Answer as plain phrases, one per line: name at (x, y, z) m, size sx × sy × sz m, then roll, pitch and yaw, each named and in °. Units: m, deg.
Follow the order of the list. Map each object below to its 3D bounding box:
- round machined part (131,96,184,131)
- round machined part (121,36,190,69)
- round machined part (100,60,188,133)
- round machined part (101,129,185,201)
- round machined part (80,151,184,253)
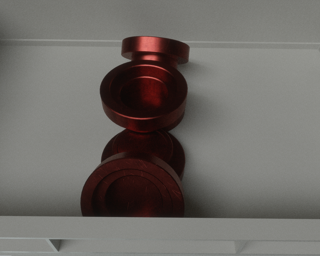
round machined part at (-0.014, -0.041, 0.426) m, size 0.099 × 0.042 × 0.098 m, roll 0°, pitch 50°, yaw 0°
round machined part at (-0.008, -0.101, 0.453) m, size 0.099 × 0.098 × 0.042 m, roll 5°, pitch 93°, yaw 4°
round machined part at (-0.018, -0.033, 0.364) m, size 0.099 × 0.042 × 0.098 m, roll 0°, pitch 50°, yaw 0°
round machined part at (-0.020, 0.034, 0.362) m, size 0.099 × 0.042 × 0.098 m, roll 0°, pitch 50°, yaw 0°
round machined part at (-0.025, 0.070, 0.310) m, size 0.099 × 0.097 × 0.042 m, roll 5°, pitch 13°, yaw 3°
